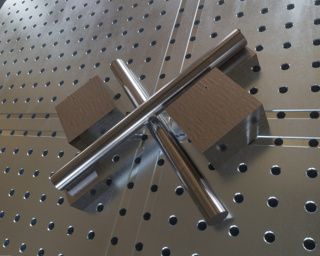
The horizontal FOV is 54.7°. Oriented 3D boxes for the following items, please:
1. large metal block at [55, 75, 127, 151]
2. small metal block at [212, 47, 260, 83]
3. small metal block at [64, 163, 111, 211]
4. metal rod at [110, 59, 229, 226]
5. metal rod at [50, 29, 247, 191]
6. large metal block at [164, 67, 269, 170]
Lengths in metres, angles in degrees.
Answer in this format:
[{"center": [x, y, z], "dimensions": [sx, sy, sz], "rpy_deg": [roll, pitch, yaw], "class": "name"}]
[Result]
[{"center": [-0.097, -0.018, 0.454], "dimensions": [0.080, 0.050, 0.080], "rpy_deg": [-37, 51, 3], "class": "large metal block"}, {"center": [0.095, -0.088, 0.413], "dimensions": [0.050, 0.025, 0.050], "rpy_deg": [-38, 51, 3], "class": "small metal block"}, {"center": [-0.101, 0.073, 0.417], "dimensions": [0.050, 0.025, 0.050], "rpy_deg": [-39, 51, 2], "class": "small metal block"}, {"center": [-0.005, -0.004, 0.412], "dimensions": [0.025, 0.025, 0.300], "rpy_deg": [-37, 51, 4], "class": "metal rod"}, {"center": [-0.015, -0.022, 0.397], "dimensions": [0.300, 0.025, 0.025], "rpy_deg": [-38, 51, 2], "class": "metal rod"}, {"center": [0.066, -0.012, 0.365], "dimensions": [0.080, 0.050, 0.080], "rpy_deg": [-40, 51, 1], "class": "large metal block"}]
